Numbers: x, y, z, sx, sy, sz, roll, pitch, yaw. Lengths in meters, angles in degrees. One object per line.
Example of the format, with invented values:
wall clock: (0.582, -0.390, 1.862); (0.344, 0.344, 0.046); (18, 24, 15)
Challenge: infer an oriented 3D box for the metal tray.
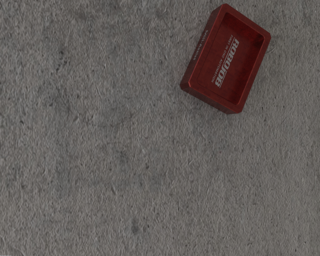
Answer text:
metal tray: (0.095, -0.095, 0.440); (0.090, 0.030, 0.130); (26, 81, -18)
